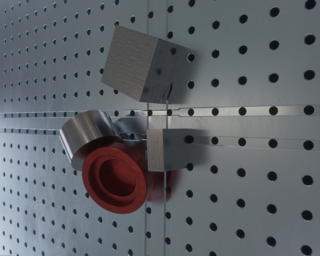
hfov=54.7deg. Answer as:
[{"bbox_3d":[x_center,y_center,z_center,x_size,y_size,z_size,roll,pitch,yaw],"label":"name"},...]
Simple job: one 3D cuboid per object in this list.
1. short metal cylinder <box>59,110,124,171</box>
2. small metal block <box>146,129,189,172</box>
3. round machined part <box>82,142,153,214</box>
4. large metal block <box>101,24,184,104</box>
[{"bbox_3d":[-0.099,0.019,0.454,0.080,0.081,0.050,-51,56,28],"label":"short metal cylinder"},{"bbox_3d":[0.010,0.026,0.385,0.025,0.050,0.050,-4,88,40],"label":"small metal block"},{"bbox_3d":[-0.055,0.065,0.428,0.098,0.042,0.097,7,110,20],"label":"round machined part"},{"bbox_3d":[-0.026,-0.085,0.414,0.080,0.050,0.079,29,108,36],"label":"large metal block"}]
